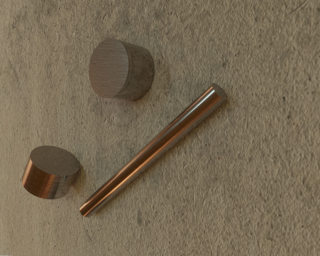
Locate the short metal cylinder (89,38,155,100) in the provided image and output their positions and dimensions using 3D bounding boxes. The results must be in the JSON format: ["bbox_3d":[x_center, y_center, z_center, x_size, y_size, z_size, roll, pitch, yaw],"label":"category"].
[{"bbox_3d":[-0.054,-0.080,0.433,0.080,0.050,0.080,0,90,40],"label":"short metal cylinder"}]

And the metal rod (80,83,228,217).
[{"bbox_3d":[-0.026,0.046,0.426,0.299,0.025,0.025,-43,64,31],"label":"metal rod"}]

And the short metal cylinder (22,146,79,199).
[{"bbox_3d":[-0.183,0.073,0.521,0.080,0.081,0.050,42,116,32],"label":"short metal cylinder"}]
